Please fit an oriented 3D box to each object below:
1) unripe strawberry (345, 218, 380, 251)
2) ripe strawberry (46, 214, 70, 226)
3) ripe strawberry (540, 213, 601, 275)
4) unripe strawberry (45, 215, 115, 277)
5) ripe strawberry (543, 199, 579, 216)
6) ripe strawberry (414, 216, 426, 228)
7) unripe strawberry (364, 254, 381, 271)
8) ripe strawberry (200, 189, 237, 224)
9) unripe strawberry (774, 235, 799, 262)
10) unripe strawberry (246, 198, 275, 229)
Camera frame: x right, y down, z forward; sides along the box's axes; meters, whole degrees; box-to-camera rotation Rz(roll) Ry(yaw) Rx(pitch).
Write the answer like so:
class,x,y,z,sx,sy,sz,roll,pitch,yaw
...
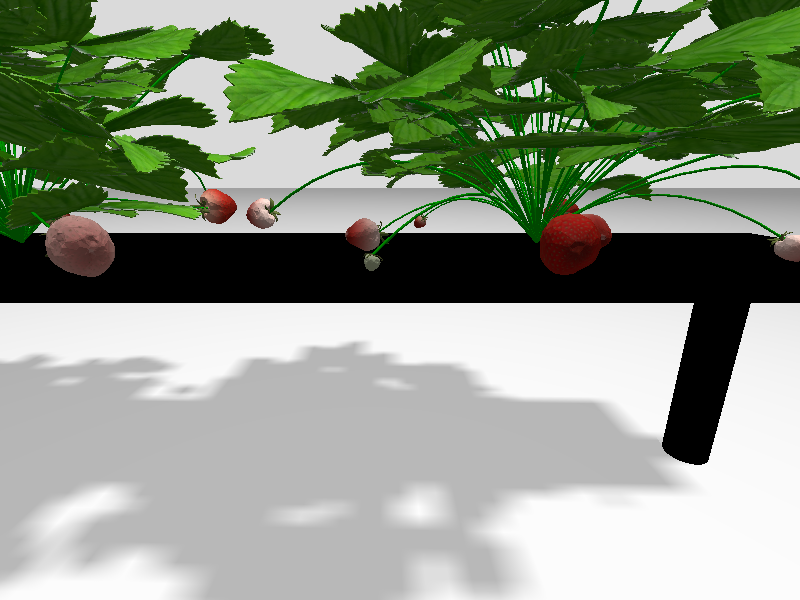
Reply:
class,x,y,z,sx,sy,sz,roll,pitch,yaw
unripe strawberry,-0.029,-0.049,0.302,0.025,0.024,0.027,-8,19,-16
ripe strawberry,-0.376,-0.090,0.440,0.024,0.025,0.026,-8,18,-24
ripe strawberry,0.100,-0.032,0.233,0.034,0.036,0.037,3,18,9
unripe strawberry,-0.175,-0.029,0.221,0.033,0.034,0.030,14,22,38
ripe strawberry,0.173,-0.092,0.430,0.036,0.031,0.036,10,19,30
ripe strawberry,0.022,-0.086,0.444,0.015,0.013,0.015,-16,-20,-42
unripe strawberry,-0.017,-0.022,0.242,0.010,0.010,0.009,21,-1,-42
ripe strawberry,-0.225,-0.117,0.501,0.041,0.043,0.044,11,19,31
unripe strawberry,0.263,-0.034,0.268,0.017,0.019,0.019,-49,-12,32
unripe strawberry,-0.151,-0.094,0.435,0.030,0.032,0.028,-6,14,21
